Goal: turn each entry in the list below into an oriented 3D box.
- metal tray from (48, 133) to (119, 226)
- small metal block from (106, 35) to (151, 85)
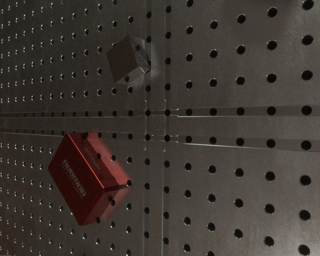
[{"bbox_3d":[-0.130,0.081,0.511,0.130,0.030,0.089,49,118,28],"label":"metal tray"},{"bbox_3d":[-0.046,-0.097,0.445,0.050,0.025,0.050,-27,73,36],"label":"small metal block"}]
